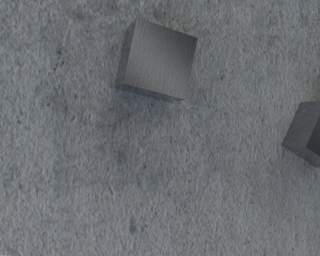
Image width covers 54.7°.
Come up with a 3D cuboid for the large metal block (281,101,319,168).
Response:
[{"bbox_3d":[0.255,0.012,0.492,0.080,0.050,0.080,31,80,-18],"label":"large metal block"}]

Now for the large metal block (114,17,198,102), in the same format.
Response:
[{"bbox_3d":[-0.006,-0.082,0.394,0.081,0.050,0.080,12,86,-20],"label":"large metal block"}]
